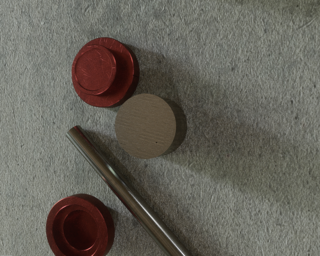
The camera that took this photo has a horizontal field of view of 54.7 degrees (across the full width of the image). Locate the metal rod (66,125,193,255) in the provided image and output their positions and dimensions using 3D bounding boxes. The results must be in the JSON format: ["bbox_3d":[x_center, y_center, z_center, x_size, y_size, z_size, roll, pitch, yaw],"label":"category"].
[{"bbox_3d":[-0.026,0.110,0.418,0.300,0.025,0.025,46,104,14],"label":"metal rod"}]

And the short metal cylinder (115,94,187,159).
[{"bbox_3d":[-0.010,-0.002,0.399,0.080,0.050,0.079,0,90,20],"label":"short metal cylinder"}]

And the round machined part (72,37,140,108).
[{"bbox_3d":[-0.081,-0.077,0.429,0.098,0.042,0.097,0,90,20],"label":"round machined part"}]

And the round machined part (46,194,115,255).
[{"bbox_3d":[-0.107,0.141,0.438,0.098,0.042,0.097,0,90,20],"label":"round machined part"}]
